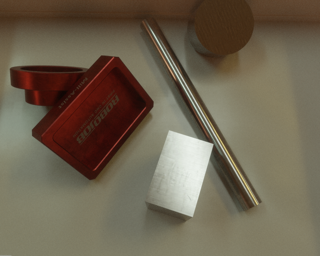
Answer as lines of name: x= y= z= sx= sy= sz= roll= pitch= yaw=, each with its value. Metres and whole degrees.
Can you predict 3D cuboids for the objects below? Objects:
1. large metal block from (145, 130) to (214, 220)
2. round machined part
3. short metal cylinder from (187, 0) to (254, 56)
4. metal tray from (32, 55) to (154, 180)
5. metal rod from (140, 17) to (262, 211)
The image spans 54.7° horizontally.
large metal block: x=0.021 y=0.059 z=0.359 sx=0.050 sy=0.080 sz=0.080 roll=17 pitch=71 yaw=6
round machined part: x=-0.138 y=-0.055 z=0.400 sx=0.099 sy=0.098 sz=0.042 roll=4 pitch=106 yaw=1
short metal cylinder: x=0.082 y=-0.141 z=0.431 sx=0.081 sy=0.050 sz=0.079 roll=-1 pitch=99 yaw=-6
metal tray: x=-0.076 y=-0.013 z=0.379 sx=0.030 sy=0.090 sz=0.130 roll=19 pitch=66 yaw=47
metal rod: x=0.047 y=-0.031 z=0.421 sx=0.025 sy=0.025 sz=0.299 roll=-25 pitch=72 yaw=-9
